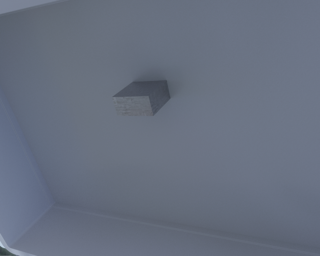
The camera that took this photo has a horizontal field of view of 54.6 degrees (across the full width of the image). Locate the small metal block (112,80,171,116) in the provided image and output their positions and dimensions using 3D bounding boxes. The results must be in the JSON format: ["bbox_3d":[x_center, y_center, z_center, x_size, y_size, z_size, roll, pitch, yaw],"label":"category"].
[{"bbox_3d":[-0.022,-0.037,0.382,0.050,0.050,0.025,1,119,27],"label":"small metal block"}]
